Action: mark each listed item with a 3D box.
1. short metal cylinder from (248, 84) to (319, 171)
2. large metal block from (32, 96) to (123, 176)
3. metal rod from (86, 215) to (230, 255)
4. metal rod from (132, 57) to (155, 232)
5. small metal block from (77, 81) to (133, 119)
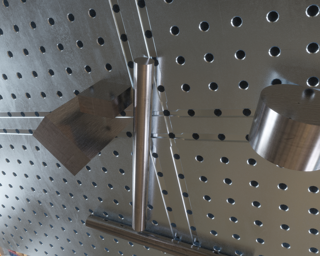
[{"bbox_3d":[0.133,-0.003,0.304,0.080,0.080,0.050,18,125,18],"label":"short metal cylinder"},{"bbox_3d":[-0.115,0.006,0.440,0.080,0.080,0.050,46,129,-4],"label":"large metal block"},{"bbox_3d":[0.002,0.198,0.532,0.301,0.025,0.025,9,122,23],"label":"metal rod"},{"bbox_3d":[-0.027,0.044,0.452,0.025,0.025,0.298,17,125,19],"label":"metal rod"},{"bbox_3d":[-0.071,-0.039,0.409,0.050,0.050,0.025,12,124,21],"label":"small metal block"}]
